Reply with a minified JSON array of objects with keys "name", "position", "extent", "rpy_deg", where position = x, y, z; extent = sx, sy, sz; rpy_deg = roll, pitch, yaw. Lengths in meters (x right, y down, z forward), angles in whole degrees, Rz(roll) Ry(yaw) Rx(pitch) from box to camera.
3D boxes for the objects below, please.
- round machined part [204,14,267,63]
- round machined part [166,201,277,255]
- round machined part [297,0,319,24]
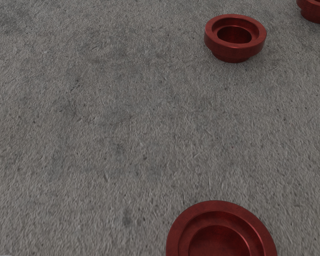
[{"name":"round machined part","position":[0.122,-0.145,0.515],"extent":[0.099,0.042,0.098],"rpy_deg":[0,50,0]},{"name":"round machined part","position":[0.054,0.122,0.290],"extent":[0.099,0.042,0.098],"rpy_deg":[0,50,0]},{"name":"round machined part","position":[0.311,-0.235,0.592],"extent":[0.099,0.042,0.098],"rpy_deg":[0,50,0]}]
